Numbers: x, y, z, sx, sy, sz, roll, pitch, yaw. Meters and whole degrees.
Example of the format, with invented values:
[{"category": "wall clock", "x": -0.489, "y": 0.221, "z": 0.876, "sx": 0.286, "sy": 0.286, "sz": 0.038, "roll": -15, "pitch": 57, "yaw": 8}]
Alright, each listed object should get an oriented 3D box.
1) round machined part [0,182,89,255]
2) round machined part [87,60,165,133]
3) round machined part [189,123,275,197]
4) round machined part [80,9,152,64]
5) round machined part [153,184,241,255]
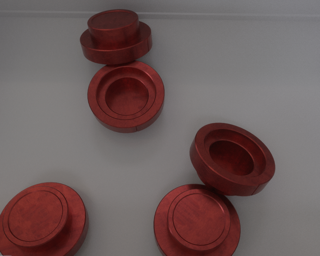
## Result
[{"category": "round machined part", "x": -0.133, "y": 0.105, "z": 0.348, "sx": 0.099, "sy": 0.042, "sz": 0.098, "roll": 1, "pitch": 54, "yaw": -1}, {"category": "round machined part", "x": -0.043, "y": -0.039, "z": 0.414, "sx": 0.099, "sy": 0.042, "sz": 0.098, "roll": 0, "pitch": 70, "yaw": 0}, {"category": "round machined part", "x": 0.082, "y": 0.042, "z": 0.370, "sx": 0.099, "sy": 0.042, "sz": 0.098, "roll": 12, "pitch": 40, "yaw": -10}, {"category": "round machined part", "x": -0.061, "y": -0.130, "z": 0.426, "sx": 0.099, "sy": 0.042, "sz": 0.098, "roll": -3, "pitch": 41, "yaw": 3}, {"category": "round machined part", "x": 0.042, "y": 0.108, "z": 0.350, "sx": 0.099, "sy": 0.042, "sz": 0.098, "roll": 0, "pitch": 57, "yaw": 0}]
